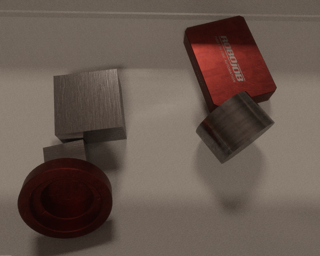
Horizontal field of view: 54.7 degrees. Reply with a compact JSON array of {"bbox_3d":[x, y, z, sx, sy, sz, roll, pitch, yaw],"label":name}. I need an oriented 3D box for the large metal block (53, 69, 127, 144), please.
[{"bbox_3d":[-0.090,-0.025,0.405,0.081,0.050,0.080,-7,70,-3],"label":"large metal block"}]

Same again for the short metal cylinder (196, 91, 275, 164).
[{"bbox_3d":[0.092,0.000,0.382,0.080,0.080,0.050,-34,74,-12],"label":"short metal cylinder"}]

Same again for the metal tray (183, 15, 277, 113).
[{"bbox_3d":[0.096,-0.092,0.442,0.091,0.030,0.130,-15,71,-6],"label":"metal tray"}]

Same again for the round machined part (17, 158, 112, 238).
[{"bbox_3d":[-0.105,0.075,0.353,0.099,0.097,0.042,-12,28,-5],"label":"round machined part"}]

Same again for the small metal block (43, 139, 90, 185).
[{"bbox_3d":[-0.116,0.047,0.391,0.050,0.025,0.050,-12,71,-5],"label":"small metal block"}]
